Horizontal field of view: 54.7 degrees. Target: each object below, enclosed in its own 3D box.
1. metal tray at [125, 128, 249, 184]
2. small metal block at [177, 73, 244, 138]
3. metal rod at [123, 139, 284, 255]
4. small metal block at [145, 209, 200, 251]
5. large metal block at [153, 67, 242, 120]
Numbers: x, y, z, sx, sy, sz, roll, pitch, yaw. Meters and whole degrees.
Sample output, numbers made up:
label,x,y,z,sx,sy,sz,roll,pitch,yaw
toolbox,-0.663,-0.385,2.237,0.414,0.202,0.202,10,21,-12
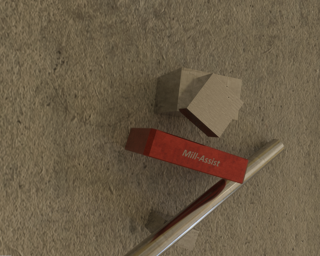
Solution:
label,x,y,z,sx,sy,sz,roll,pitch,yaw
metal tray,0.031,0.033,0.386,0.131,0.090,0.030,18,84,-20
small metal block,0.057,-0.025,0.346,0.050,0.025,0.050,41,77,-16
metal rod,0.069,0.090,0.398,0.302,0.025,0.025,-29,100,-32
small metal block,0.015,0.131,0.403,0.050,0.050,0.025,24,82,-19
large metal block,0.045,-0.039,0.398,0.081,0.080,0.050,7,88,-20
